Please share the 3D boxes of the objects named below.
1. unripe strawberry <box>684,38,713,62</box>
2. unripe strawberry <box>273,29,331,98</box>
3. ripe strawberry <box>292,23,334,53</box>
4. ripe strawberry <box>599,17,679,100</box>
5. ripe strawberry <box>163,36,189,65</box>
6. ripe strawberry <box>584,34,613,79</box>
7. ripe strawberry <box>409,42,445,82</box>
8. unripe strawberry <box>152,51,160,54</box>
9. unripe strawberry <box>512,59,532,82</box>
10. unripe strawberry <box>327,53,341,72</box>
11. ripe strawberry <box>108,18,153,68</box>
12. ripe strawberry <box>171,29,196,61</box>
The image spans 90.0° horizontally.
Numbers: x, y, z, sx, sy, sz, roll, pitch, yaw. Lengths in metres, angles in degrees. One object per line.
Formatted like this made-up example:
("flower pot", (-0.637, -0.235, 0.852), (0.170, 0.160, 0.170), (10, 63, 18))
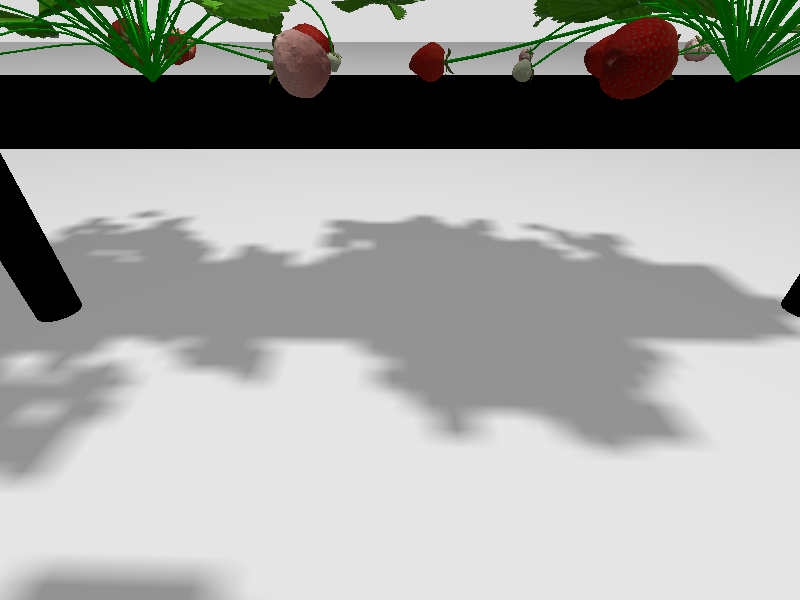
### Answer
("unripe strawberry", (0.341, -0.285, 0.459), (0.028, 0.025, 0.026), (13, 0, 19))
("unripe strawberry", (-0.053, -0.129, 0.220), (0.032, 0.033, 0.029), (22, 40, 28))
("ripe strawberry", (-0.078, -0.222, 0.356), (0.040, 0.040, 0.037), (-18, 38, -26))
("ripe strawberry", (0.133, -0.136, 0.228), (0.042, 0.041, 0.039), (-21, 39, -27))
("ripe strawberry", (-0.246, -0.276, 0.440), (0.026, 0.030, 0.028), (-11, 35, -15))
("ripe strawberry", (0.165, -0.195, 0.321), (0.033, 0.032, 0.031), (8, 35, 13))
("ripe strawberry", (0.021, -0.181, 0.305), (0.027, 0.026, 0.025), (0, 34, 1))
("unripe strawberry", (-0.260, -0.265, 0.425), (0.011, 0.011, 0.011), (-15, 37, -20))
("unripe strawberry", (0.090, -0.169, 0.295), (0.014, 0.015, 0.013), (-13, 34, 4))
("unripe strawberry", (-0.047, -0.168, 0.284), (0.011, 0.011, 0.011), (5, 34, 7))
("ripe strawberry", (-0.272, -0.259, 0.404), (0.037, 0.042, 0.040), (-19, 38, -26))
("ripe strawberry", (-0.273, -0.318, 0.502), (0.033, 0.035, 0.036), (-11, 17, -15))
